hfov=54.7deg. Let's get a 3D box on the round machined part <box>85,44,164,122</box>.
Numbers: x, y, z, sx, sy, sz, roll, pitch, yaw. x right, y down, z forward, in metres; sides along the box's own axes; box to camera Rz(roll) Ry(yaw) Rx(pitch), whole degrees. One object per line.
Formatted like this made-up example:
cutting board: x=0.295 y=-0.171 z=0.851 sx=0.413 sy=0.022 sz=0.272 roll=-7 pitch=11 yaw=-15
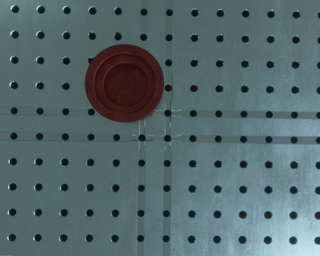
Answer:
round machined part: x=-0.044 y=-0.056 z=0.404 sx=0.099 sy=0.042 sz=0.097 roll=0 pitch=90 yaw=-1
